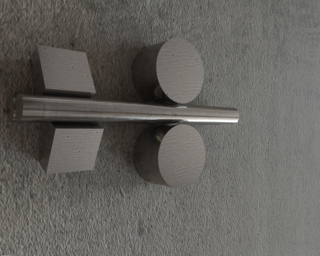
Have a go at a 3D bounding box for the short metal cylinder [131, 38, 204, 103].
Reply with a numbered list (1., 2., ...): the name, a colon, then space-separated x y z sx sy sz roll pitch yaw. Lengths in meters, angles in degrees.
1. short metal cylinder: 0.011 -0.070 0.398 0.081 0.050 0.079 0 90 -40

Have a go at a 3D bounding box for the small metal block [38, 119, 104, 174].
1. small metal block: -0.091 0.017 0.317 0.050 0.025 0.050 1 116 -41

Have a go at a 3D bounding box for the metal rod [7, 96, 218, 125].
1. metal rod: -0.024 -0.017 0.386 0.302 0.025 0.025 0 90 -40

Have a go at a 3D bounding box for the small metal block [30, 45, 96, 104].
1. small metal block: -0.098 -0.052 0.312 0.050 0.025 0.050 0 63 -40

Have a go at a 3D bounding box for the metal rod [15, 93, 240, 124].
1. metal rod: -0.007 -0.018 0.368 0.302 0.025 0.025 0 90 -40

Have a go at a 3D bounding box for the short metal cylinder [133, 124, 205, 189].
1. short metal cylinder: 0.013 0.035 0.400 0.081 0.050 0.079 0 90 -40
